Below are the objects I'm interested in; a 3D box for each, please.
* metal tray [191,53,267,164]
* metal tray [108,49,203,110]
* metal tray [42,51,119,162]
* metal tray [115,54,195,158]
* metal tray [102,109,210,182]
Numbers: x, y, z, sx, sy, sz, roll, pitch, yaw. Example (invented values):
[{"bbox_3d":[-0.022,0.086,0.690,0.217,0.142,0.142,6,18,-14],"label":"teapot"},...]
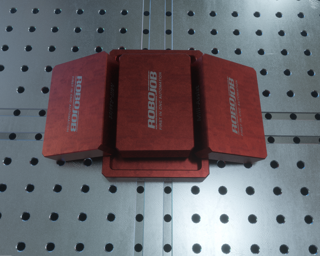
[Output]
[{"bbox_3d":[0.087,-0.024,0.399,0.091,0.030,0.130,9,68,-26],"label":"metal tray"},{"bbox_3d":[-0.006,-0.063,0.432,0.131,0.030,0.090,0,70,-1],"label":"metal tray"},{"bbox_3d":[-0.100,-0.027,0.399,0.090,0.030,0.130,-9,68,24],"label":"metal tray"},{"bbox_3d":[-0.006,-0.030,0.388,0.091,0.030,0.130,0,70,-1],"label":"metal tray"},{"bbox_3d":[-0.005,0.022,0.401,0.131,0.030,0.090,0,70,-1],"label":"metal tray"}]
